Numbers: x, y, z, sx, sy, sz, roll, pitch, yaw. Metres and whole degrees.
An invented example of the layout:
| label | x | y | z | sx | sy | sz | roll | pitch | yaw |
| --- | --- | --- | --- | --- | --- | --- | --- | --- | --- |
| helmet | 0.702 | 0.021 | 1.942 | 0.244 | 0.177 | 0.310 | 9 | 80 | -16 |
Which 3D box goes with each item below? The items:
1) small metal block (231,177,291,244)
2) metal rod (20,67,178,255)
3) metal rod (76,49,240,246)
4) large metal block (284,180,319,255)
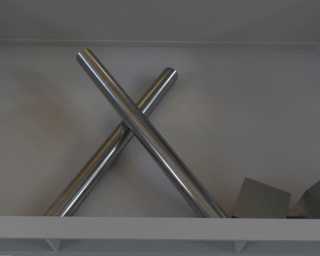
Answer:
| label | x | y | z | sx | sy | sz | roll | pitch | yaw |
| --- | --- | --- | --- | --- | --- | --- | --- | --- | --- |
| small metal block | 0.107 | 0.088 | 0.333 | 0.050 | 0.025 | 0.050 | 20 | 53 | 15 |
| metal rod | -0.055 | 0.018 | 0.388 | 0.025 | 0.025 | 0.301 | 23 | 53 | 17 |
| metal rod | -0.017 | 0.006 | 0.372 | 0.025 | 0.025 | 0.300 | -29 | 65 | -23 |
| large metal block | 0.176 | 0.079 | 0.305 | 0.081 | 0.080 | 0.050 | -27 | 56 | -21 |
